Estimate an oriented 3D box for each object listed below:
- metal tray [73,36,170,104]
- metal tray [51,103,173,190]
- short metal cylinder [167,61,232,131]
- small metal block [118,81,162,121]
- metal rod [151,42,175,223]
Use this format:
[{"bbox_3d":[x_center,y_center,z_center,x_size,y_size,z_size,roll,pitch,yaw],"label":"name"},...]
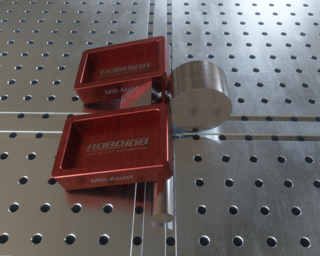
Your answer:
[{"bbox_3d":[-0.053,-0.086,0.454,0.131,0.030,0.090,-8,49,9],"label":"metal tray"},{"bbox_3d":[-0.052,0.021,0.364,0.131,0.030,0.090,-8,50,9],"label":"metal tray"},{"bbox_3d":[0.049,-0.040,0.401,0.081,0.080,0.050,0,50,0],"label":"short metal cylinder"},{"bbox_3d":[-0.026,-0.029,0.413,0.050,0.025,0.050,-21,45,24],"label":"small metal block"},{"bbox_3d":[0.004,-0.020,0.419,0.025,0.025,0.300,0,50,0],"label":"metal rod"}]
